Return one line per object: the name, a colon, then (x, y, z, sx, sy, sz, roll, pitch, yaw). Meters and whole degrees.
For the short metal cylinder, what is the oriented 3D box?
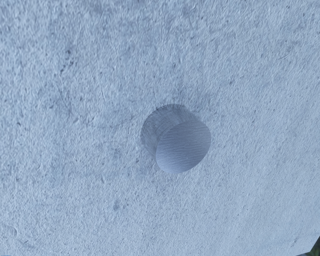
short metal cylinder: (0.021, 0.014, 0.414, 0.081, 0.050, 0.079, -14, 125, -21)
